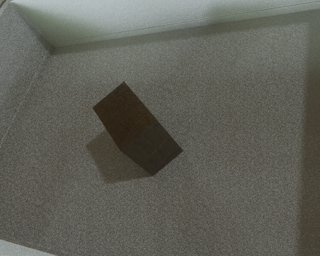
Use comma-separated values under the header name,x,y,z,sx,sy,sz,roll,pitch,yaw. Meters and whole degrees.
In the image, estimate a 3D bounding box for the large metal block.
name,x,y,z,sx,sy,sz,roll,pitch,yaw
large metal block,-0.026,0.002,0.382,0.050,0.080,0.080,-40,51,1
